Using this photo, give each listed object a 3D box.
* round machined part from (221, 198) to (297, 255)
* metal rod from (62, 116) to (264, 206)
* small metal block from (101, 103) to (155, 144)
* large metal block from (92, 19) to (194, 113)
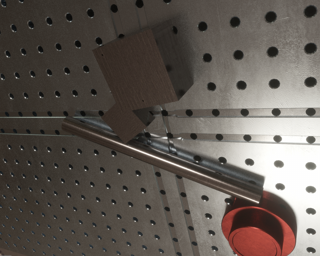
[{"bbox_3d":[0.131,0.145,0.420,0.098,0.042,0.097,13,124,20],"label":"round machined part"},{"bbox_3d":[-0.008,0.041,0.438,0.301,0.025,0.025,19,126,16],"label":"metal rod"},{"bbox_3d":[-0.044,-0.014,0.424,0.050,0.025,0.050,48,128,-6],"label":"small metal block"},{"bbox_3d":[-0.018,-0.070,0.360,0.080,0.050,0.080,-9,114,32],"label":"large metal block"}]
